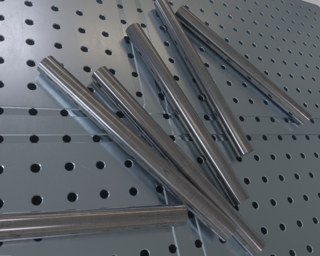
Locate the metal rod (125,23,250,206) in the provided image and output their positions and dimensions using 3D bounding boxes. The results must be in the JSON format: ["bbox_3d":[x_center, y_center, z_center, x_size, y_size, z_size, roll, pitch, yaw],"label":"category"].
[{"bbox_3d":[0.033,-0.028,0.442,0.025,0.025,0.299,-21,73,-36],"label":"metal rod"}]

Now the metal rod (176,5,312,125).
[{"bbox_3d":[0.148,-0.112,0.554,0.300,0.025,0.025,40,51,-1],"label":"metal rod"}]

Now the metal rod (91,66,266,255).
[{"bbox_3d":[0.020,0.038,0.395,0.300,0.025,0.025,48,51,5],"label":"metal rod"}]

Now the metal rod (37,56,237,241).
[{"bbox_3d":[-0.030,0.022,0.371,0.300,0.025,0.025,42,51,3],"label":"metal rod"}]

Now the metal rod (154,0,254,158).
[{"bbox_3d":[0.063,-0.090,0.496,0.025,0.025,0.299,-14,69,-34],"label":"metal rod"}]

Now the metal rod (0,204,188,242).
[{"bbox_3d":[-0.109,0.091,0.293,0.302,0.025,0.025,4,60,-26],"label":"metal rod"}]
